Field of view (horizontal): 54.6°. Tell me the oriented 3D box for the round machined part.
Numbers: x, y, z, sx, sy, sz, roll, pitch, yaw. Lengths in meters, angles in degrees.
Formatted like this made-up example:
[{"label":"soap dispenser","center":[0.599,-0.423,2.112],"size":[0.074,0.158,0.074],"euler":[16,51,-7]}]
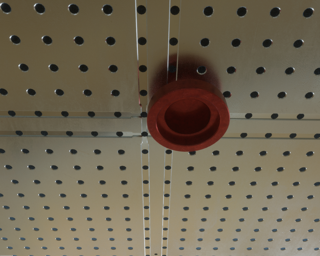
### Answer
[{"label":"round machined part","center":[0.034,-0.019,0.384],"size":[0.099,0.042,0.097],"euler":[0,130,0]}]
